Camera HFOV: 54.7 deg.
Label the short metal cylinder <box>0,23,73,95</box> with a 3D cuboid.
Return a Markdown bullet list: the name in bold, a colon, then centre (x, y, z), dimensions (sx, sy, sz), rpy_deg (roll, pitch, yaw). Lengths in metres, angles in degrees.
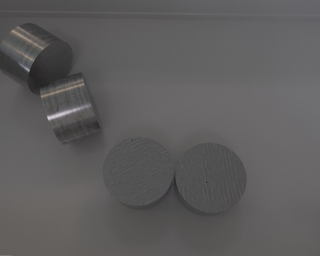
- **short metal cylinder**: centre (-0.163, -0.091, 0.412), dimensions (0.050, 0.080, 0.080), rpy_deg (32, 73, 11)

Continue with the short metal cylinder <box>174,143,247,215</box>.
- **short metal cylinder**: centre (0.058, 0.063, 0.374), dimensions (0.081, 0.050, 0.080), rpy_deg (0, 70, 0)

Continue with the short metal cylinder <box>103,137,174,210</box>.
- **short metal cylinder**: centre (-0.025, 0.056, 0.376), dimensions (0.081, 0.050, 0.080), rpy_deg (0, 70, 0)

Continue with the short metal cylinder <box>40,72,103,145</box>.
- **short metal cylinder**: centre (-0.109, -0.024, 0.388), dimensions (0.050, 0.080, 0.080), rpy_deg (-19, 71, -7)
